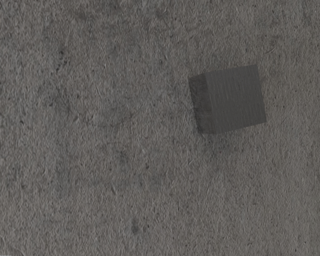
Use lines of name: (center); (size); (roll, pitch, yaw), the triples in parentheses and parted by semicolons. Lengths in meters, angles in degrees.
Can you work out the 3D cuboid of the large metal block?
large metal block: (0.093, -0.039, 0.429); (0.081, 0.050, 0.080); (-12, 94, -20)
